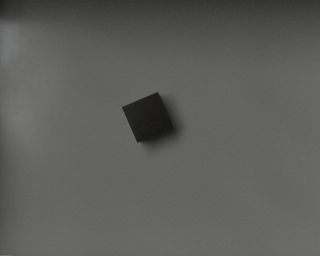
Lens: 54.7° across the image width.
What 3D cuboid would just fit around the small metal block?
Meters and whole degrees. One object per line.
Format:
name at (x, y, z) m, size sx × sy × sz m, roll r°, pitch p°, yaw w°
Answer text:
small metal block at (-0.016, -0.014, 0.408) m, size 0.050 × 0.025 × 0.050 m, roll -23°, pitch 90°, yaw -1°
